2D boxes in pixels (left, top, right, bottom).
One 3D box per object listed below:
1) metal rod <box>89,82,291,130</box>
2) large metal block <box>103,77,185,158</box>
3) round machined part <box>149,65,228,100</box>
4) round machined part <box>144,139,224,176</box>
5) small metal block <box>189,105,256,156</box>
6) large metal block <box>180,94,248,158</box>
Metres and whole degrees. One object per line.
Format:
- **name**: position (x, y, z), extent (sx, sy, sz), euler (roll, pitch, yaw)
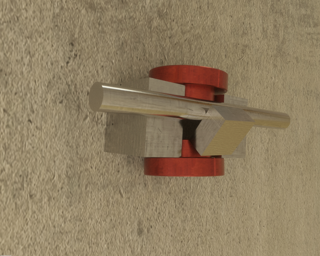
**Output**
- **metal rod**: position (0.062, -0.018, 0.354), extent (0.302, 0.025, 0.025), euler (4, 88, -40)
- **large metal block**: position (-0.020, -0.009, 0.354), extent (0.050, 0.080, 0.080), euler (6, 87, -40)
- **round machined part**: position (0.034, -0.047, 0.387), extent (0.099, 0.098, 0.042), euler (5, 88, -40)
- **round machined part**: position (0.030, 0.037, 0.383), extent (0.099, 0.098, 0.042), euler (6, 81, -40)
- **small metal block**: position (0.069, 0.004, 0.342), extent (0.050, 0.025, 0.050), euler (2, 129, -38)
- **large metal block**: position (0.072, -0.001, 0.431), extent (0.050, 0.080, 0.080), euler (5, 87, -40)
